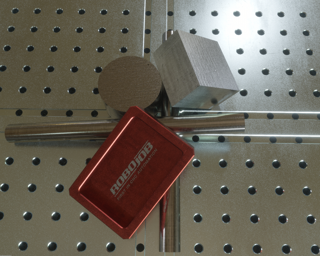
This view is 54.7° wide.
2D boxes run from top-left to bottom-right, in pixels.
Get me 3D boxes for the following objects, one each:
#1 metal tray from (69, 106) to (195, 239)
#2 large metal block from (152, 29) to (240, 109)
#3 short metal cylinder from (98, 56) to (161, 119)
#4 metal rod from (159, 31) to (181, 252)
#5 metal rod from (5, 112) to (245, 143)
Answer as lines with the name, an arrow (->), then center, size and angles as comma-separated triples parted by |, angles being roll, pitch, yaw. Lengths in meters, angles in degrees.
metal tray -> -0.032, 0.050, 0.363 | 0.090, 0.030, 0.130 | 38, 95, 6
large metal block -> 0.047, -0.073, 0.404 | 0.081, 0.050, 0.080 | -1, 64, -43
short metal cylinder -> -0.038, -0.049, 0.415 | 0.081, 0.050, 0.080 | 0, 70, 0
metal rod -> 0.014, 0.003, 0.410 | 0.025, 0.025, 0.299 | 1, 70, 0
metal rod -> -0.048, 0.000, 0.394 | 0.302, 0.025, 0.025 | -3, 70, 6
